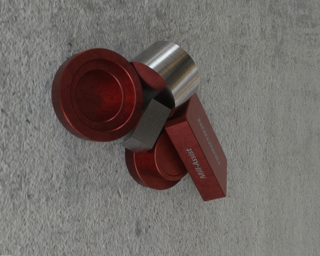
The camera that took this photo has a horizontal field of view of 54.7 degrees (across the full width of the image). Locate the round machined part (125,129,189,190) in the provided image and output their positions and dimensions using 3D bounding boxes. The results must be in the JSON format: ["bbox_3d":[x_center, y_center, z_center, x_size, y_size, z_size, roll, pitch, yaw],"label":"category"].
[{"bbox_3d":[0.007,0.032,0.403,0.099,0.042,0.097,0,90,-40],"label":"round machined part"}]

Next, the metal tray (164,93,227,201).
[{"bbox_3d":[0.053,0.022,0.421,0.130,0.030,0.090,61,24,-22],"label":"metal tray"}]

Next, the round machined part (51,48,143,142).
[{"bbox_3d":[-0.070,-0.034,0.338,0.099,0.042,0.097,0,90,-40],"label":"round machined part"}]

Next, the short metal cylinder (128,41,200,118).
[{"bbox_3d":[0.000,-0.057,0.373,0.050,0.080,0.080,-45,118,-31],"label":"short metal cylinder"}]

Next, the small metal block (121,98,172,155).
[{"bbox_3d":[-0.017,0.000,0.355,0.025,0.050,0.050,31,69,-10],"label":"small metal block"}]
